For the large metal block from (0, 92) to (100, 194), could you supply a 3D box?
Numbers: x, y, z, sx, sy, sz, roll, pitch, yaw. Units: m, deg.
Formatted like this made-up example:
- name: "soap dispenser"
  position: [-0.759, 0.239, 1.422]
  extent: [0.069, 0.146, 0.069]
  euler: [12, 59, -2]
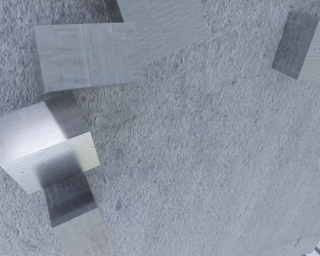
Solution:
- name: "large metal block"
  position: [-0.114, 0.017, 0.319]
  extent: [0.081, 0.050, 0.080]
  euler: [-22, 154, -15]

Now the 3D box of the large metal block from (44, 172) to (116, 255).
- name: "large metal block"
  position: [-0.100, 0.108, 0.383]
  extent: [0.050, 0.080, 0.080]
  euler: [-23, 127, -15]

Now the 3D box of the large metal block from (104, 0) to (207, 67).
- name: "large metal block"
  position: [-0.006, -0.120, 0.313]
  extent: [0.080, 0.050, 0.080]
  euler: [-27, 128, -11]

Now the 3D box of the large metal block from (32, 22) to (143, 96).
- name: "large metal block"
  position: [-0.071, -0.061, 0.286]
  extent: [0.081, 0.080, 0.050]
  euler: [-10, 97, -23]

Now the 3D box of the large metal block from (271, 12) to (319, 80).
- name: "large metal block"
  position: [0.217, -0.115, 0.438]
  extent: [0.081, 0.050, 0.079]
  euler: [-5, 121, -26]
